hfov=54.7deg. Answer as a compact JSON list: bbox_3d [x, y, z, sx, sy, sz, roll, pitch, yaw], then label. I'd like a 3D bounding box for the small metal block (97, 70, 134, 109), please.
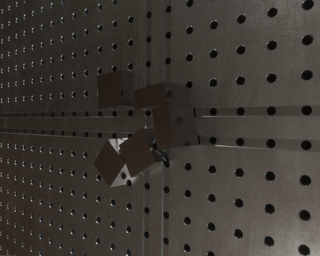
[{"bbox_3d":[-0.067,-0.055,0.462,0.050,0.025,0.050,-4,88,39],"label":"small metal block"}]

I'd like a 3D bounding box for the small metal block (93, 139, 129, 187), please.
[{"bbox_3d":[-0.067,0.052,0.462,0.050,0.025,0.050,48,118,29],"label":"small metal block"}]

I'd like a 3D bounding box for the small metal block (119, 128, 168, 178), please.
[{"bbox_3d":[-0.024,0.034,0.427,0.050,0.025,0.050,-35,68,34],"label":"small metal block"}]

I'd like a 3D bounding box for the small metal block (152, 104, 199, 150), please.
[{"bbox_3d":[0.019,-0.001,0.375,0.025,0.050,0.050,-13,82,39],"label":"small metal block"}]

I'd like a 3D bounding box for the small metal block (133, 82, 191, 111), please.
[{"bbox_3d":[0.003,-0.038,0.389,0.050,0.050,0.025,-9,84,39],"label":"small metal block"}]
